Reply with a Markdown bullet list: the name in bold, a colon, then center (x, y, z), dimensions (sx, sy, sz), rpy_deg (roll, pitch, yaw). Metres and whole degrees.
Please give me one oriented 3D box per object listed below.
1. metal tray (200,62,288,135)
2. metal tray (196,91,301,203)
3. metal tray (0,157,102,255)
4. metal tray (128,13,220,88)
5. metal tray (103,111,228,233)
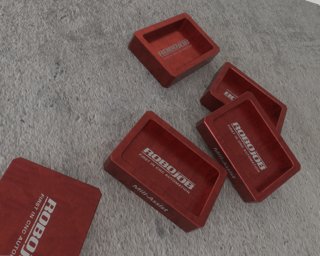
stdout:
- **metal tray**: center (0.137, -0.037, 0.496), dimensions (0.130, 0.030, 0.090), rpy_deg (36, 51, -4)
- **metal tray**: center (0.121, 0.025, 0.426), dimensions (0.091, 0.030, 0.130), rpy_deg (-30, 85, -22)
- **metal tray**: center (-0.118, 0.101, 0.275), dimensions (0.090, 0.030, 0.130), rpy_deg (26, 53, -13)
- **metal tray**: center (0.026, -0.127, 0.491), dimensions (0.090, 0.030, 0.131), rpy_deg (49, 51, 6)
- **metal tray**: center (0.010, 0.050, 0.374), dimensions (0.130, 0.030, 0.090), rpy_deg (38, 51, -3)
